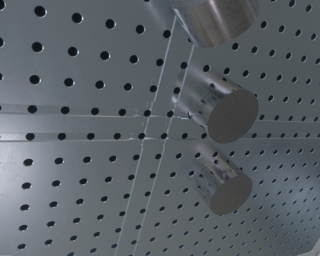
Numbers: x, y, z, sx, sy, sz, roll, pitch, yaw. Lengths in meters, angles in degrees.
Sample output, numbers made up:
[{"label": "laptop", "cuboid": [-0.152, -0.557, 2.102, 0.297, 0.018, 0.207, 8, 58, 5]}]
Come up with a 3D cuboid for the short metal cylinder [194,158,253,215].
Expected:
[{"label": "short metal cylinder", "cuboid": [0.104, 0.096, 0.511, 0.081, 0.050, 0.079, -14, 124, -21]}]

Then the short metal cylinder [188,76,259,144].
[{"label": "short metal cylinder", "cuboid": [0.087, -0.025, 0.427, 0.081, 0.050, 0.079, -14, 124, -21]}]

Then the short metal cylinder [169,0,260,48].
[{"label": "short metal cylinder", "cuboid": [0.057, -0.131, 0.325, 0.080, 0.080, 0.050, -41, 130, 0]}]
